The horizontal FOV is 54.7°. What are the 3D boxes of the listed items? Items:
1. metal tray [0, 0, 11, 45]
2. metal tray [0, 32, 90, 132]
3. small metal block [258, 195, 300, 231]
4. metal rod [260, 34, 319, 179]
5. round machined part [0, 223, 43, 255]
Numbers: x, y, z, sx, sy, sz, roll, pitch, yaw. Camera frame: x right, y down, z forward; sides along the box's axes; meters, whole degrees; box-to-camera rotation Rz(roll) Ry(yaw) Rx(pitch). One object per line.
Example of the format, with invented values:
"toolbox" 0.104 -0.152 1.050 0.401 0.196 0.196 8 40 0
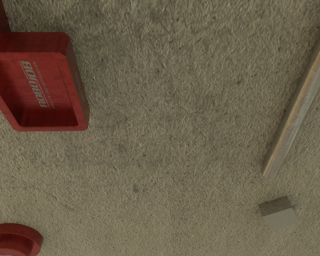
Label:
"metal tray" -0.224 -0.123 0.296 0.131 0.030 0.089 1 130 -2
"metal tray" -0.134 -0.044 0.340 0.091 0.030 0.129 -1 146 -2
"small metal block" 0.206 0.148 0.537 0.050 0.025 0.050 -25 126 19
"metal rod" 0.177 -0.045 0.371 0.025 0.025 0.298 3 130 -3
"round machined part" -0.277 0.225 0.583 0.099 0.042 0.097 -1 130 0
